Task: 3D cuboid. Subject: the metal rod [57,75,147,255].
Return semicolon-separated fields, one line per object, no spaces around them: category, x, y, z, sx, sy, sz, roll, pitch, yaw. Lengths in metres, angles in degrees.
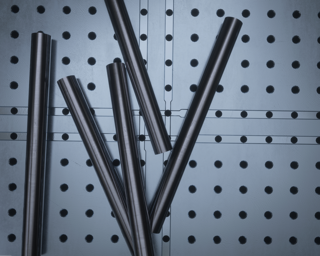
metal rod;-0.066;0.072;0.412;0.025;0.025;0.299;-23;90;0

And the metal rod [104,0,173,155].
metal rod;-0.042;-0.110;0.412;0.025;0.025;0.298;-18;90;0

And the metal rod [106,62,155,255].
metal rod;-0.035;0.063;0.398;0.025;0.025;0.298;-9;84;0

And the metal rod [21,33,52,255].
metal rod;-0.164;0.026;0.411;0.025;0.025;0.298;3;90;-1

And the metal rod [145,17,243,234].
metal rod;0.043;-0.004;0.413;0.025;0.025;0.299;22;90;-1
